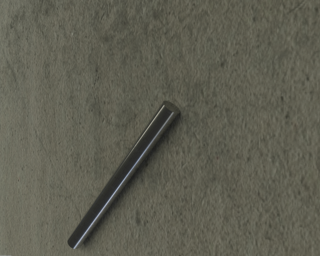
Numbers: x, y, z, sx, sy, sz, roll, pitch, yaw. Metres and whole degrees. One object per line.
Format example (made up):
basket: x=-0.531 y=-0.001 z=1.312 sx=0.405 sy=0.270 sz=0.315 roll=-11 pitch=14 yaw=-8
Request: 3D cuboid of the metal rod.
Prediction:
metal rod: x=-0.064 y=0.083 z=0.455 sx=0.025 sy=0.025 sz=0.298 roll=50 pitch=119 yaw=28
